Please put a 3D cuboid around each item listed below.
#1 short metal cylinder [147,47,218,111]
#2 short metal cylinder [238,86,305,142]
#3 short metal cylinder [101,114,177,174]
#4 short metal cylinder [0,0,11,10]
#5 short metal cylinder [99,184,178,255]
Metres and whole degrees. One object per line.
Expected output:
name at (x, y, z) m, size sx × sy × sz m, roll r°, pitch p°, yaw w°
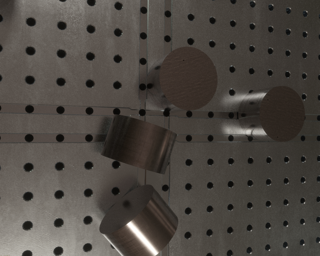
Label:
short metal cylinder at (0.028, -0.062, 0.411) m, size 0.081 × 0.050 × 0.079 m, roll 0°, pitch 90°, yaw -21°
short metal cylinder at (0.166, -0.020, 0.462) m, size 0.081 × 0.050 × 0.079 m, roll 0°, pitch 90°, yaw -20°
short metal cylinder at (-0.025, 0.020, 0.375) m, size 0.081 × 0.080 × 0.050 m, roll 20°, pitch 84°, yaw -19°
short metal cylinder at (-0.198, -0.168, 0.326) m, size 0.081 × 0.050 × 0.079 m, roll 0°, pitch 90°, yaw -20°
short metal cylinder at (-0.025, 0.115, 0.375) m, size 0.080 × 0.080 × 0.050 m, roll -40°, pitch 103°, yaw -16°
